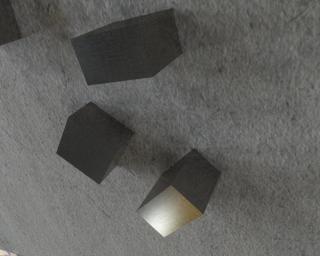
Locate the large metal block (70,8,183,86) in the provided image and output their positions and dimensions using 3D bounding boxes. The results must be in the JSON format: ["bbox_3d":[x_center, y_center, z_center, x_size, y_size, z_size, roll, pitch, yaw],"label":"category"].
[{"bbox_3d":[-0.032,-0.088,0.333,0.080,0.080,0.050,-2,117,29],"label":"large metal block"}]

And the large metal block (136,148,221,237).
[{"bbox_3d":[0.026,0.085,0.409,0.050,0.080,0.080,43,129,-2],"label":"large metal block"}]

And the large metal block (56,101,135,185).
[{"bbox_3d":[-0.095,0.022,0.453,0.080,0.050,0.079,35,129,4],"label":"large metal block"}]

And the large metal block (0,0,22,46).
[{"bbox_3d":[-0.250,-0.156,0.423,0.080,0.050,0.079,7,122,24],"label":"large metal block"}]
